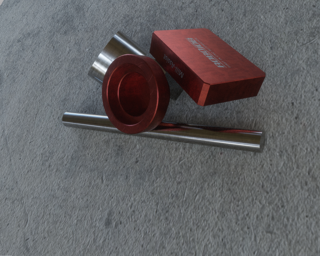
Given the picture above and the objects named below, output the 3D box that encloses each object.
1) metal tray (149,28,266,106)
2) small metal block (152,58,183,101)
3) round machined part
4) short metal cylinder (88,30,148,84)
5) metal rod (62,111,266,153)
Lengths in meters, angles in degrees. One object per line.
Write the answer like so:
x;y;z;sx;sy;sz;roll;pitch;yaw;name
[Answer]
0.055;-0.083;0.391;0.091;0.030;0.130;-12;46;-27;metal tray
0.001;-0.069;0.429;0.050;0.050;0.025;26;76;37;small metal block
-0.026;-0.043;0.394;0.098;0.042;0.097;7;101;39;round machined part
-0.061;-0.095;0.454;0.080;0.050;0.080;-51;11;15;short metal cylinder
-0.017;0.001;0.414;0.300;0.025;0.025;6;65;31;metal rod
